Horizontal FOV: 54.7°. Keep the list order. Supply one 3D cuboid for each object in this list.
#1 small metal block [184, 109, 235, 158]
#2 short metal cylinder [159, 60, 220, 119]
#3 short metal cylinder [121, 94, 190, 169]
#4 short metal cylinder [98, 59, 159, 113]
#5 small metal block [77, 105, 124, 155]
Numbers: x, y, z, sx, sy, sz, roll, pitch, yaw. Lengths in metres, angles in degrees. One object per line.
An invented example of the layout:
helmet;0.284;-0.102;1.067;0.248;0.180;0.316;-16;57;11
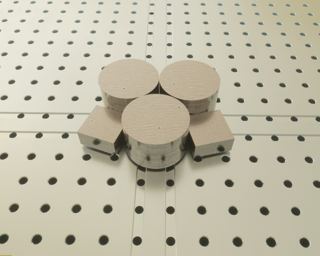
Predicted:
small metal block;0.061;0.007;0.398;0.050;0.025;0.050;-11;51;-9
short metal cylinder;0.039;-0.049;0.428;0.081;0.050;0.080;0;50;0
short metal cylinder;-0.005;0.003;0.384;0.081;0.050;0.080;0;50;0
short metal cylinder;-0.041;-0.051;0.429;0.081;0.050;0.080;0;50;0
small metal block;-0.070;0.002;0.401;0.050;0.025;0.050;16;52;13
